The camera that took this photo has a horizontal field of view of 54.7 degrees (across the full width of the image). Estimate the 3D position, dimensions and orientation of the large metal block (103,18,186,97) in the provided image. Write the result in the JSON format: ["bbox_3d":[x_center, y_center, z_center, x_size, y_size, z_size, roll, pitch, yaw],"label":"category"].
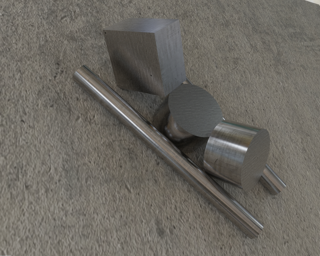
[{"bbox_3d":[-0.018,-0.093,0.397,0.080,0.080,0.050,15,41,34],"label":"large metal block"}]

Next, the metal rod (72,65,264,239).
[{"bbox_3d":[0.010,0.030,0.391,0.300,0.025,0.025,42,51,0],"label":"metal rod"}]

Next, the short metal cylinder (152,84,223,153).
[{"bbox_3d":[0.036,-0.012,0.416,0.081,0.050,0.080,14,56,-21],"label":"short metal cylinder"}]

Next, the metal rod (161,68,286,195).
[{"bbox_3d":[0.071,-0.023,0.457,0.300,0.025,0.025,48,51,6],"label":"metal rod"}]

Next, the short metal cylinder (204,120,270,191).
[{"bbox_3d":[0.099,0.034,0.395,0.050,0.079,0.081,17,39,37],"label":"short metal cylinder"}]
